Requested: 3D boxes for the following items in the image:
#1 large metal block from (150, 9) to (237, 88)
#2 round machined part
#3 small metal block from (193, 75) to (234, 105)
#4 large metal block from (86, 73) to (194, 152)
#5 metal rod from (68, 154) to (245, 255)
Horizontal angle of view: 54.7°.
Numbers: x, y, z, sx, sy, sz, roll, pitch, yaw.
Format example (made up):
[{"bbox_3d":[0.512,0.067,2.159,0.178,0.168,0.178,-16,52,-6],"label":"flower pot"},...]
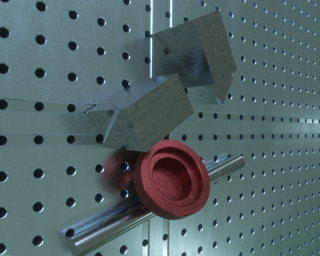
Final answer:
[{"bbox_3d":[0.044,-0.100,0.410,0.050,0.080,0.080,-34,111,-35],"label":"large metal block"},{"bbox_3d":[0.011,0.067,0.390,0.099,0.042,0.098,16,55,-24],"label":"round machined part"},{"bbox_3d":[0.082,-0.071,0.478,0.050,0.025,0.050,38,67,-34],"label":"small metal block"},{"bbox_3d":[-0.023,-0.018,0.354,0.080,0.080,0.050,-39,114,-33],"label":"large metal block"},{"bbox_3d":[0.020,0.092,0.425,0.302,0.025,0.025,-18,102,-39],"label":"metal rod"}]
